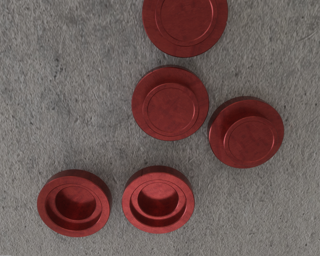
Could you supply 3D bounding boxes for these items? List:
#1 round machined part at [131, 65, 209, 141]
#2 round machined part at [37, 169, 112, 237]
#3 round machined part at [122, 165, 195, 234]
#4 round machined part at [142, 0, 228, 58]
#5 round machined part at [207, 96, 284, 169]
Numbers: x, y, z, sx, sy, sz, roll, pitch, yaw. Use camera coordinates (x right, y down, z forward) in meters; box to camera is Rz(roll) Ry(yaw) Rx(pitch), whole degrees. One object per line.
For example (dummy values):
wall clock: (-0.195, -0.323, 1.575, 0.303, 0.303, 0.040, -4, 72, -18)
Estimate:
round machined part: (0.013, -0.028, 0.390, 0.099, 0.042, 0.097, 0, 110, 0)
round machined part: (-0.116, 0.101, 0.437, 0.099, 0.042, 0.097, 0, 110, 0)
round machined part: (-0.002, 0.095, 0.436, 0.099, 0.042, 0.097, 0, 110, 0)
round machined part: (0.029, -0.129, 0.353, 0.099, 0.042, 0.097, 0, 110, 0)
round machined part: (0.114, 0.011, 0.405, 0.099, 0.042, 0.097, 0, 110, 0)
